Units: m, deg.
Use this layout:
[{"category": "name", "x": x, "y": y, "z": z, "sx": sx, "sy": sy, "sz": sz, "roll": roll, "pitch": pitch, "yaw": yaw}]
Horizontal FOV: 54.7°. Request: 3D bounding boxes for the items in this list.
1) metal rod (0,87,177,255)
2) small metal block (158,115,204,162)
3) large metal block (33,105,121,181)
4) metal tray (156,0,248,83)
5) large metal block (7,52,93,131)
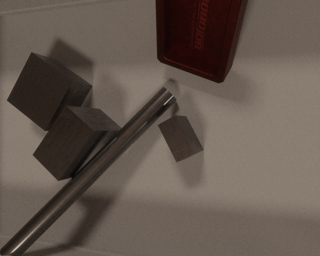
[{"category": "metal rod", "x": -0.093, "y": 0.061, "z": 0.406, "sx": 0.300, "sy": 0.025, "sz": 0.025, "roll": -45, "pitch": 76, "yaw": 0}, {"category": "small metal block", "x": 0.027, "y": 0.012, "z": 0.387, "sx": 0.025, "sy": 0.050, "sz": 0.050, "roll": -29, "pitch": 81, "yaw": 17}, {"category": "large metal block", "x": -0.107, "y": 0.019, "z": 0.418, "sx": 0.050, "sy": 0.080, "sz": 0.080, "roll": 40, "pitch": 103, "yaw": 15}, {"category": "metal tray", "x": 0.042, "y": -0.116, "z": 0.343, "sx": 0.090, "sy": 0.129, "sz": 0.030, "roll": 23, "pitch": 59, "yaw": 16}, {"category": "large metal block", "x": -0.160, "y": -0.051, "z": 0.452, "sx": 0.080, "sy": 0.050, "sz": 0.080, "roll": 35, "pitch": 101, "yaw": 16}]
